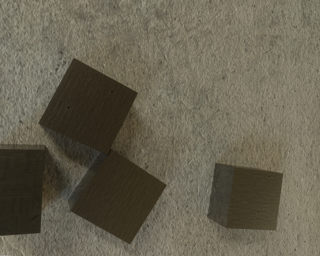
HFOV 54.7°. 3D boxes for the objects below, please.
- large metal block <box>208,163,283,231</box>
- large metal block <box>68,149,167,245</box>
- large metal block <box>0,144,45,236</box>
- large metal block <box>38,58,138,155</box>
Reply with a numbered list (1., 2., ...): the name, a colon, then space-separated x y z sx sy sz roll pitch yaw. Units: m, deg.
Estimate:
1. large metal block: 0.121 0.097 0.440 0.081 0.050 0.080 9 87 -20
2. large metal block: -0.053 0.079 0.376 0.080 0.050 0.080 36 78 -17
3. large metal block: -0.150 0.059 0.325 0.050 0.080 0.080 3 89 -20
4. large metal block: -0.085 -0.023 0.364 0.080 0.050 0.080 28 81 -18
